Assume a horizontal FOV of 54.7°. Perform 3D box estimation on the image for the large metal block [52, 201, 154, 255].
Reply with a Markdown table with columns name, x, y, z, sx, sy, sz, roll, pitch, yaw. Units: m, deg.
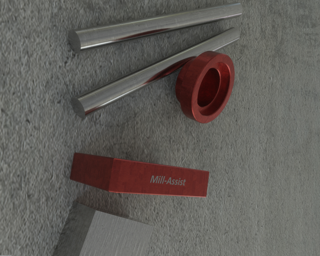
| name | x | y | z | sx | sy | sz | roll | pitch | yaw |
| --- | --- | --- | --- | --- | --- | --- | --- | --- | --- |
| large metal block | -0.063 | 0.133 | 0.337 | 0.080 | 0.050 | 0.080 | 29 | 72 | -37 |

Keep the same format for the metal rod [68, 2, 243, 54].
| name | x | y | z | sx | sy | sz | roll | pitch | yaw |
| --- | --- | --- | --- | --- | --- | --- | --- | --- | --- |
| metal rod | 0.017 | -0.144 | 0.420 | 0.302 | 0.025 | 0.025 | -26 | 107 | -37 |

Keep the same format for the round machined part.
| name | x | y | z | sx | sy | sz | roll | pitch | yaw |
| --- | --- | --- | --- | --- | --- | --- | --- | --- | --- |
| round machined part | 0.059 | -0.059 | 0.431 | 0.099 | 0.042 | 0.097 | -28 | 131 | -39 |

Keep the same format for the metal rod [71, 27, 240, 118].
| name | x | y | z | sx | sy | sz | roll | pitch | yaw |
| --- | --- | --- | --- | --- | --- | --- | --- | --- | --- |
| metal rod | 0.016 | -0.087 | 0.419 | 0.302 | 0.025 | 0.025 | -32 | 110 | -36 |

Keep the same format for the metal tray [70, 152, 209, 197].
| name | x | y | z | sx | sy | sz | roll | pitch | yaw |
| --- | --- | --- | --- | --- | --- | --- | --- | --- | --- |
| metal tray | -0.020 | 0.053 | 0.347 | 0.131 | 0.090 | 0.030 | 13 | 82 | -40 |
